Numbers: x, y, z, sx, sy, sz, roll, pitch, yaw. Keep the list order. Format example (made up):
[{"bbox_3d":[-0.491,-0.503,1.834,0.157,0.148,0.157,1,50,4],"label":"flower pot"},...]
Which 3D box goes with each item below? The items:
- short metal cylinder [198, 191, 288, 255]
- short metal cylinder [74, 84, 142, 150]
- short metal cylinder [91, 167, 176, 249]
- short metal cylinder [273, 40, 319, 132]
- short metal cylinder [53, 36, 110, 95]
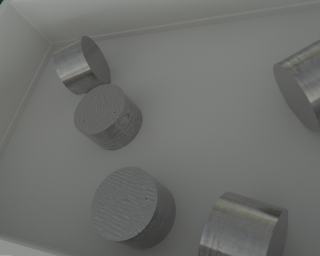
[{"bbox_3d":[0.074,0.101,0.269,0.050,0.080,0.080,12,68,33],"label":"short metal cylinder"},{"bbox_3d":[-0.072,-0.015,0.435,0.080,0.050,0.080,-13,56,20],"label":"short metal cylinder"},{"bbox_3d":[-0.029,0.090,0.348,0.080,0.050,0.080,-13,56,20],"label":"short metal cylinder"},{"bbox_3d":[0.159,-0.043,0.313,0.050,0.080,0.080,-30,52,9],"label":"short metal cylinder"},{"bbox_3d":[-0.122,-0.098,0.493,0.050,0.080,0.080,-22,54,15],"label":"short metal cylinder"}]
